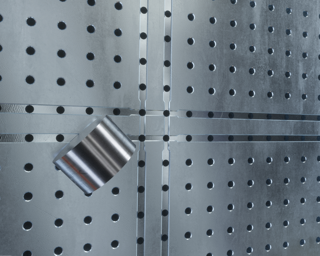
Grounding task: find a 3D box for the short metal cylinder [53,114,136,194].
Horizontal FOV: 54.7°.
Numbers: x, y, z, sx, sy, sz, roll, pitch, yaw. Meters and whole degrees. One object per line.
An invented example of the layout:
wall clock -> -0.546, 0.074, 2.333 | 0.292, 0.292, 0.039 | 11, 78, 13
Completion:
short metal cylinder -> -0.075, 0.029, 0.357 | 0.080, 0.080, 0.050 | -45, 105, -15
